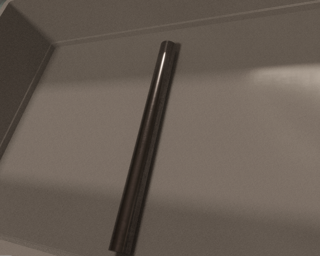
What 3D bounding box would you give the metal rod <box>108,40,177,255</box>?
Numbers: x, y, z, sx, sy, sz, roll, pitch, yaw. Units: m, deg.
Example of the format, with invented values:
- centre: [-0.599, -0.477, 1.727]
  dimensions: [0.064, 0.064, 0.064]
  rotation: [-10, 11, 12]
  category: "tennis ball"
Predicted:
- centre: [-0.016, 0.006, 0.408]
  dimensions: [0.025, 0.025, 0.300]
  rotation: [-2, 61, 27]
  category: "metal rod"
